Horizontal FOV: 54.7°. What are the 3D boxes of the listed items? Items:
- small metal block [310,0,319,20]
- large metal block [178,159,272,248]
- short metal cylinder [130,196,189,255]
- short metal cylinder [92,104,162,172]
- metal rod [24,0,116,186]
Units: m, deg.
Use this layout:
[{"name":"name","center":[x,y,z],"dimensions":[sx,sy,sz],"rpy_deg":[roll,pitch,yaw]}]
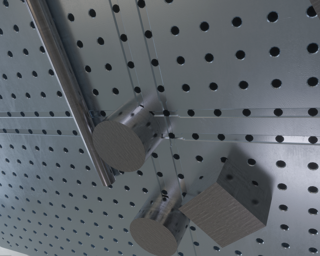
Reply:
[{"name":"small metal block","center":[0.152,-0.119,0.257],"dimensions":[0.050,0.025,0.050],"rpy_deg":[-26,104,37]},{"name":"large metal block","center":[0.086,0.101,0.412],"dimensions":[0.080,0.050,0.080],"rpy_deg":[42,129,-1]},{"name":"short metal cylinder","center":[0.000,0.156,0.492],"dimensions":[0.080,0.050,0.079],"rpy_deg":[13,124,21]},{"name":"short metal cylinder","center":[-0.045,0.014,0.427],"dimensions":[0.080,0.050,0.079],"rpy_deg":[13,124,21]},{"name":"metal rod","center":[-0.124,-0.043,0.449],"dimensions":[0.025,0.025,0.298],"rpy_deg":[-2,118,29]}]
